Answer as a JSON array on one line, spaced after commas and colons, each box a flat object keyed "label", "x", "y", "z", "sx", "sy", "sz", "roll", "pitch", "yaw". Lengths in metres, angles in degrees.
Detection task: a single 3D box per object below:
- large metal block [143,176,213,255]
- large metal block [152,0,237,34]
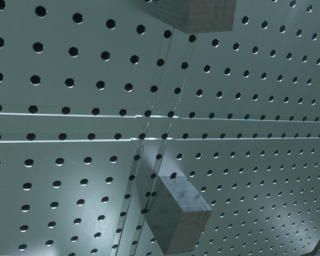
[{"label": "large metal block", "x": 0.024, "y": 0.129, "z": 0.468, "sx": 0.050, "sy": 0.080, "sz": 0.079, "roll": 6, "pitch": 116, "yaw": -31}, {"label": "large metal block", "x": 0.033, "y": -0.144, "z": 0.304, "sx": 0.050, "sy": 0.080, "sz": 0.079, "roll": -11, "pitch": 123, "yaw": -22}]
